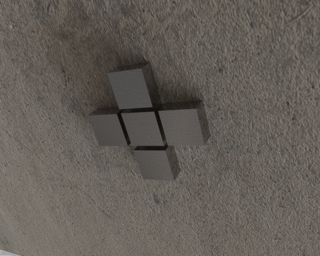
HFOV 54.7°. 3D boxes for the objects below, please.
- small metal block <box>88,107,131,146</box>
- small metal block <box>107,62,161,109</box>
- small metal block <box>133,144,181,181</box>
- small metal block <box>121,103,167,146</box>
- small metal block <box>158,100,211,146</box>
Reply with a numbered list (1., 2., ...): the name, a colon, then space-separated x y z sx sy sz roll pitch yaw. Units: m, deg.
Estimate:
1. small metal block: -0.068 -0.002 0.441 0.050 0.025 0.050 -2 118 28
2. small metal block: -0.032 -0.053 0.391 0.050 0.025 0.050 -2 118 28
3. small metal block: -0.003 0.046 0.437 0.050 0.025 0.050 -2 118 29
4. small metal block: -0.018 -0.004 0.414 0.050 0.025 0.050 -2 118 28
5. small metal block: 0.031 -0.006 0.387 0.050 0.025 0.050 -2 118 28
